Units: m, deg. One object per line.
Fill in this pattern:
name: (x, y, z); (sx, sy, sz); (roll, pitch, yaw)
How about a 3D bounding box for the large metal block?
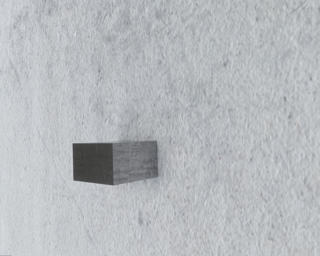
large metal block: (-0.060, 0.044, 0.420); (0.080, 0.081, 0.050); (-3, 88, 40)
